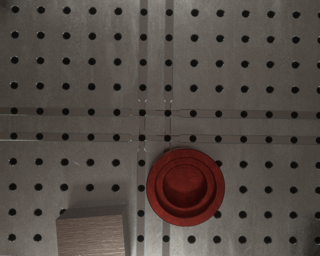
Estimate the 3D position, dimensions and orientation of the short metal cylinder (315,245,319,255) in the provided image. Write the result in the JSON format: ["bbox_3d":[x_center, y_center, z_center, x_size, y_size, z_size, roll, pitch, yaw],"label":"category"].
[{"bbox_3d":[0.240,0.180,0.389,0.050,0.080,0.080,28,90,-1],"label":"short metal cylinder"}]

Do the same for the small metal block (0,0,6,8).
[{"bbox_3d":[-0.233,-0.193,0.410,0.050,0.025,0.050,9,90,-1],"label":"small metal block"}]

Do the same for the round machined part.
[{"bbox_3d":[0.032,0.074,0.405,0.099,0.042,0.097,0,90,-1],"label":"round machined part"}]

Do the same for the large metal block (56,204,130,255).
[{"bbox_3d":[-0.083,0.148,0.400,0.081,0.050,0.079,-4,90,-1],"label":"large metal block"}]
